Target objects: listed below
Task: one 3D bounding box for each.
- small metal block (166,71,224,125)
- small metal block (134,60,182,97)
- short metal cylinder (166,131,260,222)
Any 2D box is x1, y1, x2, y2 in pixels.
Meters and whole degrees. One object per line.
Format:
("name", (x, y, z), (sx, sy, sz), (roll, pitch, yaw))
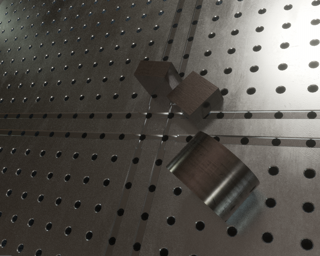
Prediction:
("small metal block", (0.046, -0.040, 0.408), (0.050, 0.025, 0.050), (-44, 51, -3))
("small metal block", (0.000, -0.068, 0.433), (0.050, 0.050, 0.025), (11, 68, 32))
("short metal cylinder", (0.052, 0.048, 0.315), (0.050, 0.080, 0.080), (-47, 52, -5))
